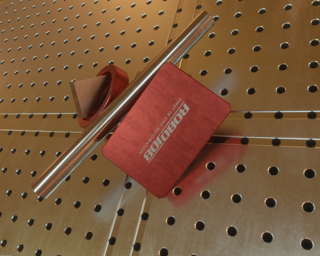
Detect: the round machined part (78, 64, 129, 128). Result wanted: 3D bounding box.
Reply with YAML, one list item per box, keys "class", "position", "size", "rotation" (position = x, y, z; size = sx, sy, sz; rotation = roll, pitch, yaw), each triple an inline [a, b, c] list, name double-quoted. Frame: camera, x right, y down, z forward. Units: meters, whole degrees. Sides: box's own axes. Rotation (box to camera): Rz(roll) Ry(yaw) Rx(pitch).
- class: "round machined part"
  position: [-0.072, -0.037, 0.439]
  size: [0.098, 0.042, 0.098]
  rotation: [-34, 42, 38]

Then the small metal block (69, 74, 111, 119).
- class: "small metal block"
  position: [-0.092, -0.045, 0.430]
  size: [0.050, 0.050, 0.025]
  rotation: [-18, 14, -27]

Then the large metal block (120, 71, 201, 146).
- class: "large metal block"
  position: [0.000, -0.025, 0.406]
  size: [0.080, 0.050, 0.080]
  rotation: [9, 66, 32]

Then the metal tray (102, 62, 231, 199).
- class: "metal tray"
  position: [0.007, 0.003, 0.355]
  size: [0.090, 0.030, 0.130]
  rotation: [37, 96, 7]

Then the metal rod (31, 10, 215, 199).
- class: "metal rod"
  position: [-0.042, -0.033, 0.384]
  size: [0.300, 0.025, 0.025]
  rotation: [-47, 52, -5]
